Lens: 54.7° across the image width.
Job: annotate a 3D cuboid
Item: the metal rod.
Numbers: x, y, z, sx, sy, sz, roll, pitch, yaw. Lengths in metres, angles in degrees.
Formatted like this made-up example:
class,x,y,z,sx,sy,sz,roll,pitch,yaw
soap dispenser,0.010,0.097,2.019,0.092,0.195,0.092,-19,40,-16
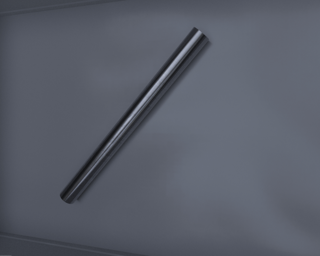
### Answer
class,x,y,z,sx,sy,sz,roll,pitch,yaw
metal rod,-0.042,-0.009,0.424,0.025,0.025,0.299,44,103,14
